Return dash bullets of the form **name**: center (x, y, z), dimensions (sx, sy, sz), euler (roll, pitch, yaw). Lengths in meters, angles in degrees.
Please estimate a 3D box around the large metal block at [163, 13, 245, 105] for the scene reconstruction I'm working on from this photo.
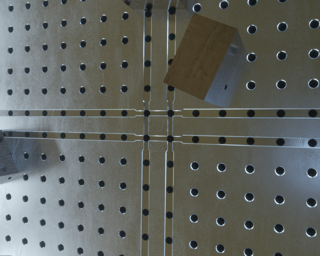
- **large metal block**: center (0.055, -0.076, 0.364), dimensions (0.050, 0.080, 0.080), euler (27, 99, 18)

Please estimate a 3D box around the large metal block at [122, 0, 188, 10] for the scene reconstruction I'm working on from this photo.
- **large metal block**: center (-0.005, -0.202, 0.402), dimensions (0.080, 0.050, 0.080), euler (8, 93, 20)

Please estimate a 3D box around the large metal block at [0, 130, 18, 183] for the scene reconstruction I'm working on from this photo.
- **large metal block**: center (-0.284, 0.050, 0.485), dimensions (0.050, 0.080, 0.080), euler (-28, 81, 18)
